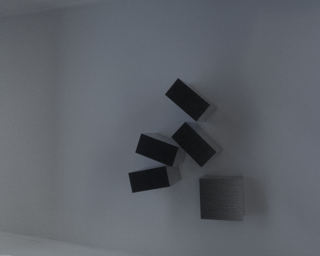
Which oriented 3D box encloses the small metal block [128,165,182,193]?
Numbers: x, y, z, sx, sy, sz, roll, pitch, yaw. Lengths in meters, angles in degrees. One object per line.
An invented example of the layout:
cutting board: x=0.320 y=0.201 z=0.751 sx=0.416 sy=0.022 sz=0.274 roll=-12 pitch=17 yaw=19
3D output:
small metal block: x=-0.005 y=0.063 z=0.399 sx=0.050 sy=0.050 sz=0.025 roll=-13 pitch=86 yaw=19

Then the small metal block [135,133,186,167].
small metal block: x=0.004 y=0.026 z=0.396 sx=0.050 sy=0.050 sz=0.025 roll=20 pitch=97 yaw=19

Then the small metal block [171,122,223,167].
small metal block: x=0.047 y=0.019 z=0.380 sx=0.050 sy=0.050 sz=0.025 roll=45 pitch=104 yaw=14

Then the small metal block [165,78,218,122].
small metal block: x=0.040 y=-0.033 z=0.383 sx=0.050 sy=0.050 sz=0.025 roll=42 pitch=103 yaw=15

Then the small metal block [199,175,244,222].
small metal block: x=0.077 y=0.086 z=0.383 sx=0.050 sy=0.025 sz=0.050 roll=-2 pitch=89 yaw=20
